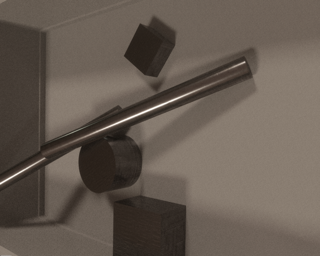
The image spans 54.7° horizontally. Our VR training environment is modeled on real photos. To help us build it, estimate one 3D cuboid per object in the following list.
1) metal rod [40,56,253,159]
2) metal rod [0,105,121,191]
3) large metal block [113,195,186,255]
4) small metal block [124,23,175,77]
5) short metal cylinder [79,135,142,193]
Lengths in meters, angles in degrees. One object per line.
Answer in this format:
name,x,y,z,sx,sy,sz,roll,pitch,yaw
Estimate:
metal rod,-0.035,-0.016,0.389,0.300,0.025,0.025,-21,77,23
metal rod,-0.185,0.049,0.478,0.300,0.025,0.025,-29,70,10
large metal block,-0.014,0.138,0.401,0.080,0.050,0.079,2,91,39
small metal block,-0.015,-0.104,0.417,0.050,0.025,0.050,45,117,30
short metal cylinder,-0.072,0.050,0.448,0.080,0.050,0.079,0,90,39
